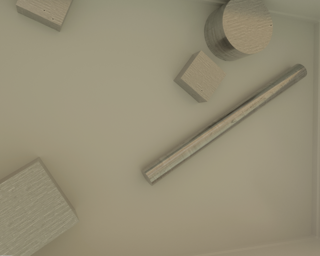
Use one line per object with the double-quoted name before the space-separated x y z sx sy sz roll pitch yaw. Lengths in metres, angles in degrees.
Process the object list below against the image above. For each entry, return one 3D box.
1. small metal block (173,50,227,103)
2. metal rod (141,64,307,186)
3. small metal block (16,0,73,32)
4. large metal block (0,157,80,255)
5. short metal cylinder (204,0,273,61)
"small metal block" 0.056 -0.071 0.432 0.050 0.025 0.050 39 77 -16
"metal rod" 0.103 -0.013 0.450 0.302 0.025 0.025 -33 101 -17
"small metal block" -0.132 -0.149 0.362 0.050 0.025 0.050 22 83 -19
"large metal block" -0.149 0.089 0.343 0.080 0.050 0.080 -33 101 -17
"short metal cylinder" 0.110 -0.140 0.439 0.081 0.050 0.079 0 90 -21
